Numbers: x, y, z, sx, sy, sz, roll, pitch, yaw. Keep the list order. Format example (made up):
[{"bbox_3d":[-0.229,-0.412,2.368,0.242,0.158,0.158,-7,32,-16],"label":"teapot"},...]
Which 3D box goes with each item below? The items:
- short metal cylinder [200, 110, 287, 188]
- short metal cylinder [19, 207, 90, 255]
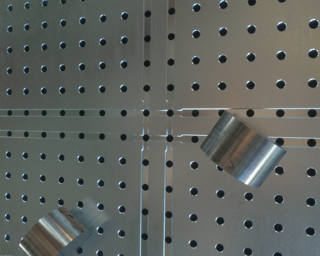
[{"bbox_3d":[0.093,0.023,0.350,0.080,0.080,0.050,36,102,16],"label":"short metal cylinder"},{"bbox_3d":[-0.147,0.159,0.435,0.050,0.080,0.080,39,102,16],"label":"short metal cylinder"}]
